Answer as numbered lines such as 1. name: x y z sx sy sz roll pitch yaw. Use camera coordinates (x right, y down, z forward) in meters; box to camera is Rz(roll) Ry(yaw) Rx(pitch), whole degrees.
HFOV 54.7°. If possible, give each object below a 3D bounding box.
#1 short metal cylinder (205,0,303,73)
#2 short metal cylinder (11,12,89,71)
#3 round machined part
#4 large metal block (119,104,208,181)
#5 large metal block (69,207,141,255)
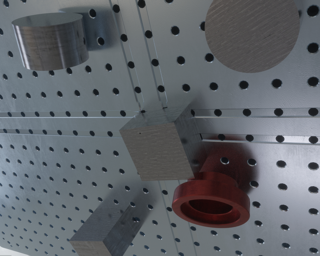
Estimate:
1. short metal cylinder: 0.088 -0.098 0.288 0.080 0.050 0.079 13 124 21
2. short metal cylinder: -0.131 -0.108 0.378 0.080 0.080 0.050 11 123 22
3. round machined part: 0.068 0.092 0.407 0.098 0.042 0.097 8 143 7
4. large metal block: 0.006 0.021 0.405 0.080 0.050 0.080 -8 114 32
5. large metal block: -0.095 0.186 0.540 0.080 0.080 0.050 -13 112 33
